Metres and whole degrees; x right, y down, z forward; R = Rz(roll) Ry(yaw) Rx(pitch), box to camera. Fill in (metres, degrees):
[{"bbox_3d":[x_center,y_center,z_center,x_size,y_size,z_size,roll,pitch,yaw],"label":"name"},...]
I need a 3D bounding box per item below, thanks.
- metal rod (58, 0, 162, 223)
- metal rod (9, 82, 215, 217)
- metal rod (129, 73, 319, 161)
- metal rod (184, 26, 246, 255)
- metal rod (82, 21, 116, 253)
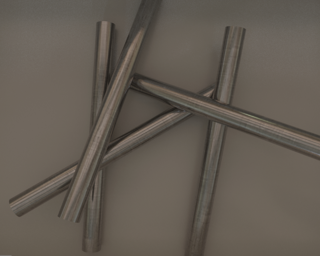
[{"bbox_3d":[-0.055,-0.037,0.377,0.025,0.025,0.299,19,77,0],"label":"metal rod"},{"bbox_3d":[-0.043,0.020,0.391,0.301,0.025,0.025,-30,90,-8],"label":"metal rod"},{"bbox_3d":[0.089,-0.010,0.354,0.301,0.025,0.025,22,90,22],"label":"metal rod"},{"bbox_3d":[0.068,0.025,0.394,0.025,0.025,0.298,9,97,0],"label":"metal rod"},{"bbox_3d":[-0.081,0.011,0.410,0.025,0.025,0.298,4,90,0],"label":"metal rod"}]
